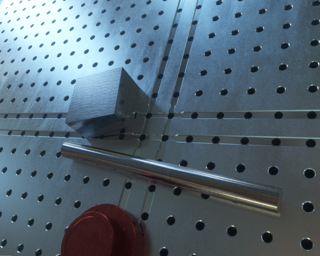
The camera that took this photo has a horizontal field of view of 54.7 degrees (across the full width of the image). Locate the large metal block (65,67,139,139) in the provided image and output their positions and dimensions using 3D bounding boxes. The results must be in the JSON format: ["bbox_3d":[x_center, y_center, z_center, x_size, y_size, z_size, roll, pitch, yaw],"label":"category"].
[{"bbox_3d":[-0.083,-0.035,0.456,0.080,0.050,0.080,-9,58,23],"label":"large metal block"}]

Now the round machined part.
[{"bbox_3d":[-0.072,0.134,0.351,0.098,0.042,0.098,-13,56,20],"label":"round machined part"}]

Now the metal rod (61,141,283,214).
[{"bbox_3d":[-0.010,0.051,0.380,0.300,0.025,0.025,9,66,31],"label":"metal rod"}]
